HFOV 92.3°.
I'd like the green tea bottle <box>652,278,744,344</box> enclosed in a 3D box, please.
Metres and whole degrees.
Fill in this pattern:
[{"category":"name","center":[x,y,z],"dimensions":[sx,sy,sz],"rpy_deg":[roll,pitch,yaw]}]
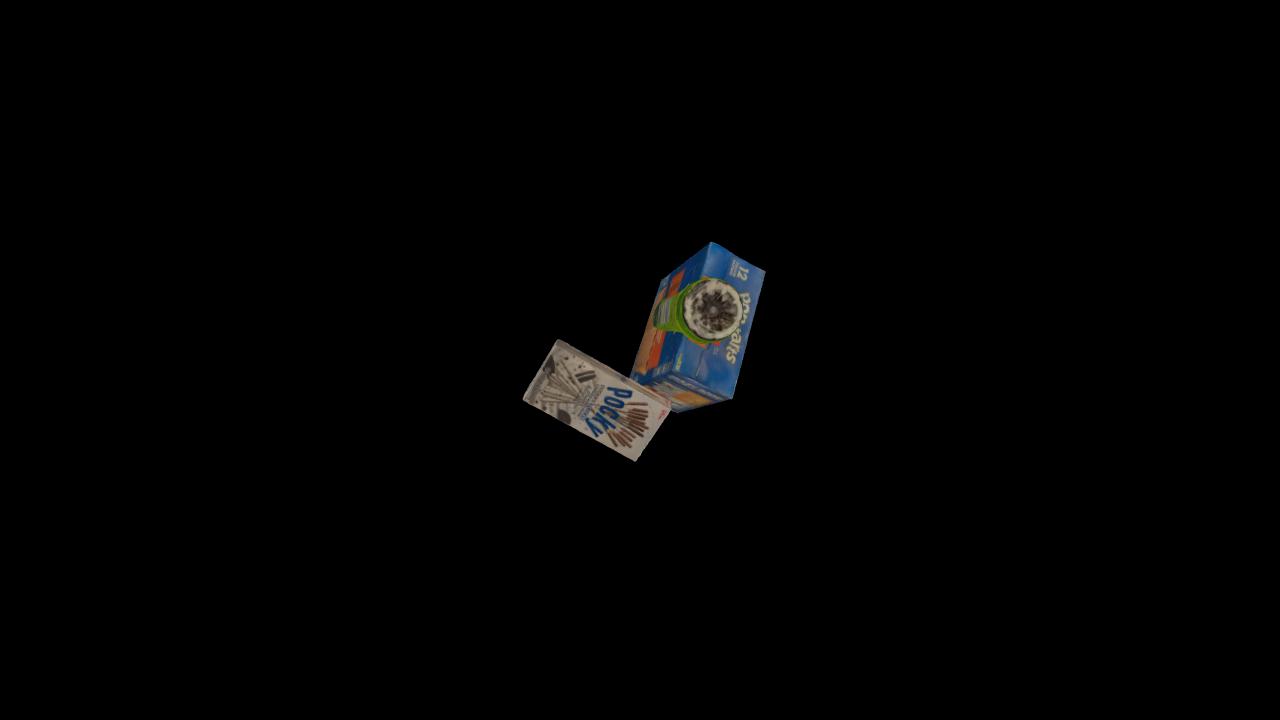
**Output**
[{"category":"green tea bottle","center":[0.056,-0.051,0.738],"dimensions":[0.073,0.073,0.212],"rpy_deg":[0,1,-11]}]

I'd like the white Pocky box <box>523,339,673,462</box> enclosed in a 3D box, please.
[{"category":"white Pocky box","center":[-0.049,0.048,0.714],"dimensions":[0.154,0.084,0.028],"rpy_deg":[30,18,-9]}]

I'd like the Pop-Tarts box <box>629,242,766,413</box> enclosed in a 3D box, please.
[{"category":"Pop-Tarts box","center":[0.065,-0.033,0.751],"dimensions":[0.083,0.167,0.141],"rpy_deg":[23,-19,-17]}]
